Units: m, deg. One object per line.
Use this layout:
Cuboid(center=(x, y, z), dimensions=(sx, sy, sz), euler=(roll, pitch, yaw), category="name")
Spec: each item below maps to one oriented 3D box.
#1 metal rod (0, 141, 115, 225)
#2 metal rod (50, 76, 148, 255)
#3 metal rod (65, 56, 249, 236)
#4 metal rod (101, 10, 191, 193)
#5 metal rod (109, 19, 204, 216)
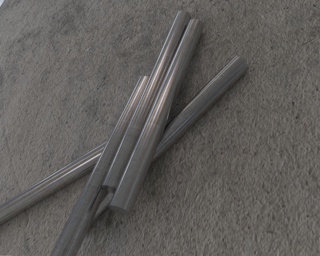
Cuboid(center=(-0.187, 0.100, 0.440), dimensions=(0.300, 0.025, 0.025), euler=(-31, 52, 8), category="metal rod")
Cuboid(center=(-0.069, 0.053, 0.376), dimensions=(0.025, 0.025, 0.300), euler=(3, 55, 30), category="metal rod")
Cuboid(center=(-0.001, 0.021, 0.391), dimensions=(0.300, 0.025, 0.025), euler=(-45, 51, -3), category="metal rod")
Cuboid(center=(-0.008, -0.053, 0.422), dimensions=(0.025, 0.025, 0.300), euler=(3, 57, 29), category="metal rod")
Cuboid(center=(0.006, -0.035, 0.396), dimensions=(0.025, 0.025, 0.300), euler=(3, 55, 29), category="metal rod")
